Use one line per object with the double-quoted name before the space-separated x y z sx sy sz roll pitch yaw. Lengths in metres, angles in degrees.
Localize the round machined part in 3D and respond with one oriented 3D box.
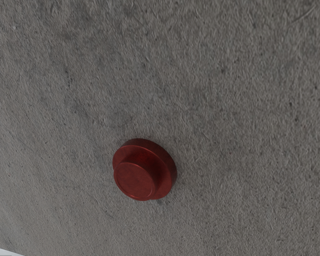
"round machined part" -0.028 0.067 0.453 0.098 0.042 0.097 13 124 21
